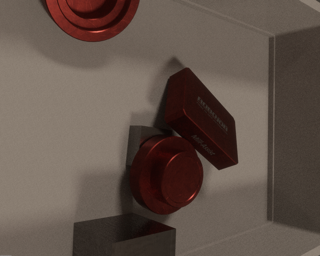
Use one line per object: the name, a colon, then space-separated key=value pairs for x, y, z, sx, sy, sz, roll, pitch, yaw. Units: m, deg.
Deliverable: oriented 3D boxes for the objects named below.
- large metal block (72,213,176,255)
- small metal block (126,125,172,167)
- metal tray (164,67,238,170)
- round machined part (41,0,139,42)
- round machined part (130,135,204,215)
large metal block: x=-0.040 y=0.132 z=0.339 sx=0.081 sy=0.080 sz=0.050 roll=3 pitch=88 yaw=-40
small metal block: x=-0.014 y=0.025 z=0.397 sx=0.050 sy=0.025 sz=0.050 roll=9 pitch=85 yaw=-40
metal tray: x=0.062 y=-0.011 z=0.433 sx=0.130 sy=0.030 sz=0.090 roll=41 pitch=39 yaw=-33
round machined part: x=-0.073 y=-0.142 z=0.317 sx=0.099 sy=0.042 sz=0.097 roll=-20 pitch=132 yaw=-23
round machined part: x=0.015 y=0.059 z=0.379 sx=0.099 sy=0.042 sz=0.097 roll=-6 pitch=100 yaw=-39
